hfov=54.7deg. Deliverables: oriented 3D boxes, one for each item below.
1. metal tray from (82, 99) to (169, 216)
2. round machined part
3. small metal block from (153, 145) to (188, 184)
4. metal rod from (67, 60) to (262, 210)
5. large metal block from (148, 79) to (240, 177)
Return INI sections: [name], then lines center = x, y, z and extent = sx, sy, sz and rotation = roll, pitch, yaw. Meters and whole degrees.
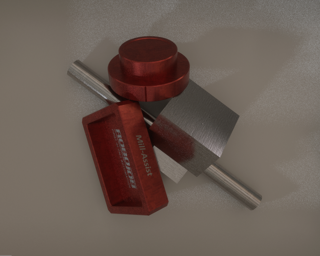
[metal tray]
center = -0.046, 0.038, 0.378
extent = 0.030, 0.090, 0.129
rotation = -17, 90, -41
[round machined part]
center = -0.013, -0.077, 0.371
extent = 0.099, 0.098, 0.042
rotation = -2, 131, -1
[small metal block]
center = 0.008, 0.042, 0.397
extent = 0.050, 0.050, 0.025
rotation = 38, 90, -1
[metal rod]
center = 0.007, 0.010, 0.410
extent = 0.301, 0.025, 0.025
rotation = 37, 90, -1
[large metal block]
center = 0.040, -0.002, 0.378
extent = 0.080, 0.050, 0.080
rotation = 37, 47, 0
